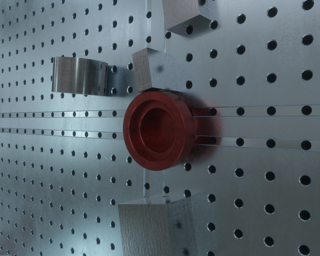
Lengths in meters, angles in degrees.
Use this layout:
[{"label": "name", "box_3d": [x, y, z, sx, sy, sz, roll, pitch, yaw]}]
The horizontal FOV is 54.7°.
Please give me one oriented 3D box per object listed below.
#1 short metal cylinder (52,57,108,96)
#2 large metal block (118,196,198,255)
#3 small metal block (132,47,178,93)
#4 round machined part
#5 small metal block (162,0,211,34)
[{"label": "short metal cylinder", "box_3d": [-0.121, -0.076, 0.471, 0.080, 0.081, 0.050, 8, 95, 39]}, {"label": "large metal block", "box_3d": [-0.004, 0.132, 0.394, 0.080, 0.050, 0.080, -12, 83, 39]}, {"label": "small metal block", "box_3d": [-0.006, -0.070, 0.396, 0.025, 0.050, 0.050, -13, 81, 39]}, {"label": "round machined part", "box_3d": [0.003, 0.002, 0.392, 0.098, 0.042, 0.097, 4, 96, 38]}, {"label": "small metal block", "box_3d": [0.031, -0.151, 0.382, 0.050, 0.025, 0.050, -12, 83, 39]}]
